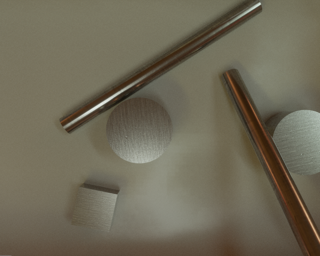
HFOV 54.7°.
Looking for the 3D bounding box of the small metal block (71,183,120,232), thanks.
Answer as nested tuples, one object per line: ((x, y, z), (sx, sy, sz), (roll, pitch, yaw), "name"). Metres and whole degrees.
((-0.085, 0.105, 0.410), (0.050, 0.025, 0.050), (12, 90, -1), "small metal block")

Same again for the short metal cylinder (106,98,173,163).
((-0.025, 0.003, 0.399), (0.081, 0.050, 0.079), (0, 90, -1), "short metal cylinder")

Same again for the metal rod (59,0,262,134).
((0.002, -0.083, 0.411), (0.301, 0.025, 0.025), (-33, 90, -1), "metal rod")

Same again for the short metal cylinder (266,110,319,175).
((0.177, 0.018, 0.401), (0.081, 0.050, 0.079), (0, 90, -1), "short metal cylinder")

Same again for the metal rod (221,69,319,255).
((0.137, 0.058, 0.353), (0.025, 0.025, 0.299), (-18, 66, 0), "metal rod")
